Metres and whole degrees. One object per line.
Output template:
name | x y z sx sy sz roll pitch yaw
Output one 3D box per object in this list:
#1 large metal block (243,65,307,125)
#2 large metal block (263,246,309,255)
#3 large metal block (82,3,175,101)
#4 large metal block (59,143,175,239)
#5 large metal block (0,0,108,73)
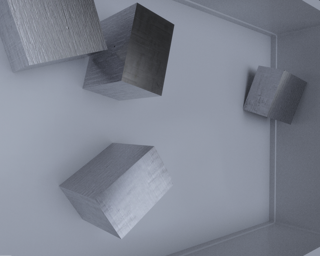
large metal block | 0.203 -0.057 0.546 0.081 0.050 0.080 12 100 -39
large metal block | 0.240 0.282 0.595 0.081 0.050 0.080 6 86 -40
large metal block | -0.036 -0.078 0.340 0.050 0.080 0.080 17 80 -39
large metal block | -0.046 0.061 0.332 0.080 0.080 0.050 -41 115 -32
large metal block | -0.108 -0.104 0.299 0.081 0.050 0.080 -24 105 -37
